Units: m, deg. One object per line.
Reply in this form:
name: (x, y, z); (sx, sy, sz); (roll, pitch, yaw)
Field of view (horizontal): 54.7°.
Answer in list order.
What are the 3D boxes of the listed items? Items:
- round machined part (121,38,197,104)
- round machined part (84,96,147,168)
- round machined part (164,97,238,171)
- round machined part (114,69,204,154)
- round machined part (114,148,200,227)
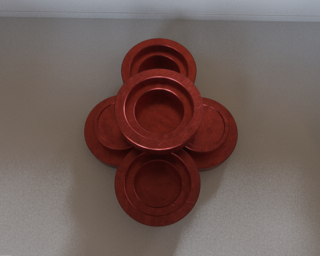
round machined part: (-0.001, -0.070, 0.424); (0.099, 0.042, 0.098); (0, 70, -1)
round machined part: (-0.048, 0.001, 0.398); (0.099, 0.042, 0.098); (0, 70, -1)
round machined part: (0.051, 0.004, 0.397); (0.099, 0.042, 0.098); (0, 70, -1)
round machined part: (-0.001, -0.016, 0.360); (0.099, 0.042, 0.098); (0, 70, -1)
round machined part: (-0.003, 0.069, 0.373); (0.099, 0.042, 0.098); (0, 70, -1)
